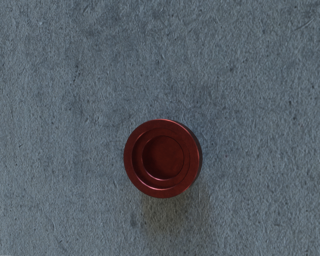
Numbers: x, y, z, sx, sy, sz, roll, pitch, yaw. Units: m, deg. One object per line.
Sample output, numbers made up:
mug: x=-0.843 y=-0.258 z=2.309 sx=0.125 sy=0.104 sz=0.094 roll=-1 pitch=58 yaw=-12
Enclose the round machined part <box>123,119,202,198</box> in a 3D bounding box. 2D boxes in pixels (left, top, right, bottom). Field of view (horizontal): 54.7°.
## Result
round machined part: x=0.006 y=0.037 z=0.398 sx=0.098 sy=0.042 sz=0.097 roll=0 pitch=90 yaw=19
